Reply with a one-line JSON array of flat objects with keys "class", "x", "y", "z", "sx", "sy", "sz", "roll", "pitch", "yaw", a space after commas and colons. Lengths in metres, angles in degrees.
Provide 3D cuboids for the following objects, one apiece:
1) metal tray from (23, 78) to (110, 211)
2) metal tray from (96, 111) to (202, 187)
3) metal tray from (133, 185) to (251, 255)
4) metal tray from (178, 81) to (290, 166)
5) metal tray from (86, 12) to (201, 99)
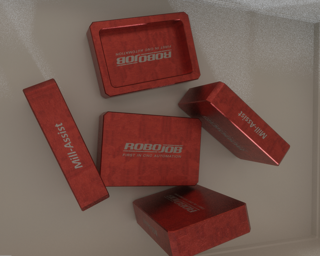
[{"class": "metal tray", "x": -0.103, "y": 0.017, "z": 0.336, "sx": 0.030, "sy": 0.090, "sz": 0.129, "roll": -26, "pitch": 99, "yaw": -19}, {"class": "metal tray", "x": -0.013, "y": 0.028, "z": 0.401, "sx": 0.131, "sy": 0.030, "sz": 0.089, "roll": 4, "pitch": 89, "yaw": -21}, {"class": "metal tray", "x": 0.030, "y": 0.101, "z": 0.364, "sx": 0.091, "sy": 0.130, "sz": 0.030, "roll": -13, "pitch": 95, "yaw": -20}, {"class": "metal tray", "x": 0.095, "y": -0.004, "z": 0.410, "sx": 0.130, "sy": 0.090, "sz": 0.030, "roll": 39, "pitch": 78, "yaw": -16}, {"class": "metal tray", "x": -0.019, "y": -0.095, "z": 0.400, "sx": 0.131, "sy": 0.030, "sz": 0.089, "roll": -14, "pitch": 95, "yaw": -20}]
